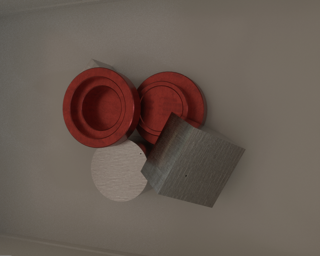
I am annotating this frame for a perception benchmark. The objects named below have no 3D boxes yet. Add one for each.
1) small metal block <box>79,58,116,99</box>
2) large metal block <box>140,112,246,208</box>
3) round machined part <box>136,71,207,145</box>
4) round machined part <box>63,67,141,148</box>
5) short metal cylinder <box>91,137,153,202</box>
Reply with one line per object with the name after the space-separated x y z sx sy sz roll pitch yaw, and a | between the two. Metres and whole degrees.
-0.087 -0.063 0.424 0.025 0.050 0.050 46 104 14 | small metal block
0.037 0.038 0.359 0.080 0.080 0.050 -63 32 9 | large metal block
0.008 -0.024 0.394 0.098 0.042 0.097 0 90 19 | round machined part
-0.069 -0.025 0.392 0.098 0.042 0.097 0 90 19 | round machined part
-0.043 0.052 0.409 0.080 0.050 0.079 0 90 19 | short metal cylinder
